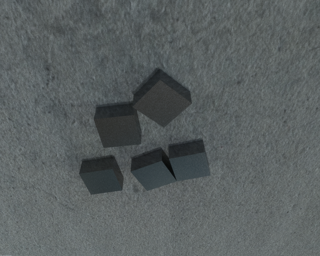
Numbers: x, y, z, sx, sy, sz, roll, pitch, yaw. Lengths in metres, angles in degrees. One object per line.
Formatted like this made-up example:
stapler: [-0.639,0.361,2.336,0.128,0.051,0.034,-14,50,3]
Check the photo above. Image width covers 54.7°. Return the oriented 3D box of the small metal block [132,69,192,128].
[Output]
small metal block: [0.002,-0.035,0.377,0.050,0.025,0.050,33,122,-26]

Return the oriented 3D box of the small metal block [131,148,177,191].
small metal block: [-0.009,0.063,0.461,0.050,0.025,0.050,-21,127,17]

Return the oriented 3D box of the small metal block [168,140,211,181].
small metal block: [0.043,0.048,0.449,0.050,0.025,0.050,-12,130,9]

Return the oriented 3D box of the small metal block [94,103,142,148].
small metal block: [-0.053,-0.003,0.404,0.050,0.025,0.050,-6,130,4]

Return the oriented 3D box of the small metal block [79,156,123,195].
small metal block: [-0.087,0.072,0.468,0.050,0.025,0.050,-9,130,7]
